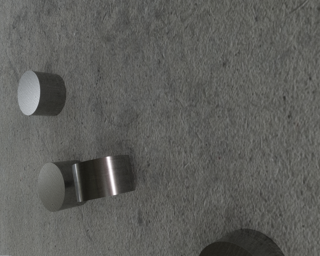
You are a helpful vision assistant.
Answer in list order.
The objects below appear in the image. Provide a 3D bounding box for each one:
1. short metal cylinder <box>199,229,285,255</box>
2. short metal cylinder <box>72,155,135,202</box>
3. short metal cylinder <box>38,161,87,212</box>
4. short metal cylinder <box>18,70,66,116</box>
[{"bbox_3d":[0.084,0.151,0.319,0.080,0.050,0.080,0,90,40],"label":"short metal cylinder"},{"bbox_3d":[-0.079,0.070,0.434,0.080,0.081,0.050,-19,78,38],"label":"short metal cylinder"},{"bbox_3d":[-0.161,0.096,0.522,0.080,0.050,0.080,0,90,40],"label":"short metal cylinder"},{"bbox_3d":[-0.217,-0.062,0.569,0.080,0.050,0.080,0,90,40],"label":"short metal cylinder"}]
